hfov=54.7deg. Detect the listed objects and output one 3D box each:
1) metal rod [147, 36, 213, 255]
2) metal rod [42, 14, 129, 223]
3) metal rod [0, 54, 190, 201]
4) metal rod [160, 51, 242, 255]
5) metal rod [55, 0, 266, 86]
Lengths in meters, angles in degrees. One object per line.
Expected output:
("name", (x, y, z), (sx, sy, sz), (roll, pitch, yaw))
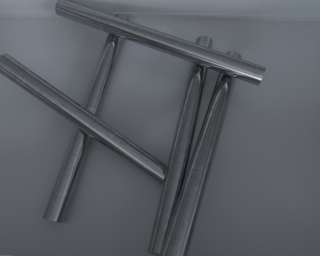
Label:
("metal rod", (0.032, 0.001, 0.386), (0.025, 0.025, 0.300), (12, 62, 4))
("metal rod", (-0.092, -0.026, 0.418), (0.025, 0.025, 0.299), (13, 70, 4))
("metal rod", (-0.075, 0.003, 0.384), (0.301, 0.025, 0.025), (35, 74, 2))
("metal rod", (0.057, 0.016, 0.367), (0.025, 0.025, 0.300), (18, 57, 6))
("metal rod", (-0.007, -0.121, 0.422), (0.301, 0.025, 0.025), (22, 72, 10))
